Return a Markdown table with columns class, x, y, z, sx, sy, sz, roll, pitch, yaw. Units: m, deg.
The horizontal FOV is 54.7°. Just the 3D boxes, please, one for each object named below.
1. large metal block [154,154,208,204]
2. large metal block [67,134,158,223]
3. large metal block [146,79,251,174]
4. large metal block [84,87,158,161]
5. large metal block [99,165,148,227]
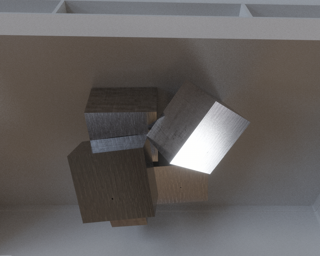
| class | x | y | z | sx | sy | sz | roll | pitch | yaw |
| --- | --- | --- | --- | --- | --- | --- | --- | --- | --- |
| large metal block | 0.025 | 0.062 | 0.441 | 0.080 | 0.050 | 0.080 | -4 | 130 | 3 |
| large metal block | -0.049 | 0.056 | 0.352 | 0.080 | 0.050 | 0.079 | -7 | 105 | 6 |
| large metal block | 0.045 | 0.002 | 0.359 | 0.080 | 0.050 | 0.080 | 22 | 108 | -47 |
| large metal block | -0.043 | -0.003 | 0.388 | 0.081 | 0.050 | 0.079 | -1 | 130 | 0 |
| large metal block | -0.047 | 0.082 | 0.440 | 0.050 | 0.080 | 0.080 | -5 | 130 | 4 |
